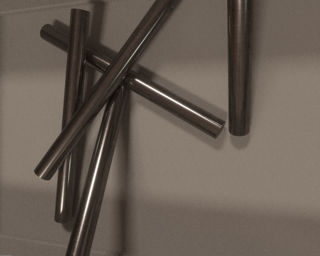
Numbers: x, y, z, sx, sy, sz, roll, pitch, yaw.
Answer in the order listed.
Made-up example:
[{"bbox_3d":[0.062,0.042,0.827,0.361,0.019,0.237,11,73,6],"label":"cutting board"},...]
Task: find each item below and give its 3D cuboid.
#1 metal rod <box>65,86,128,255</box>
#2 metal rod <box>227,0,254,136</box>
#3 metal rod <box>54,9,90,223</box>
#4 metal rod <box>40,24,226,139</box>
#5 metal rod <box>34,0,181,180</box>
[{"bbox_3d":[-0.079,0.080,0.365,0.025,0.025,0.299,0,62,19],"label":"metal rod"},{"bbox_3d":[0.077,-0.120,0.297,0.025,0.025,0.298,4,126,19],"label":"metal rod"},{"bbox_3d":[-0.125,-0.010,0.436,0.025,0.025,0.298,11,100,19],"label":"metal rod"},{"bbox_3d":[-0.048,-0.071,0.426,0.300,0.025,0.025,31,100,17],"label":"metal rod"},{"bbox_3d":[-0.069,-0.055,0.404,0.025,0.025,0.299,39,97,15],"label":"metal rod"}]
